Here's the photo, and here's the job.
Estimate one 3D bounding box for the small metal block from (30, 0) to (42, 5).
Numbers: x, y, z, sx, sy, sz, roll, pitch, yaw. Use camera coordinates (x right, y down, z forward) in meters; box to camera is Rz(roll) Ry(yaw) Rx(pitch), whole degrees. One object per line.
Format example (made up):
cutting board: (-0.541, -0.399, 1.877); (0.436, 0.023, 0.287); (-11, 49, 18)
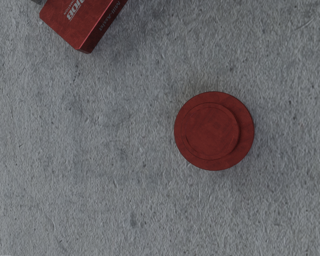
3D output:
small metal block: (-0.211, -0.217, 0.468); (0.050, 0.050, 0.025); (34, 101, 16)

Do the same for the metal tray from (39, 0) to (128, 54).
metal tray: (-0.102, -0.184, 0.441); (0.090, 0.030, 0.130); (42, 103, 14)

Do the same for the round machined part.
round machined part: (0.064, 0.004, 0.377); (0.098, 0.042, 0.097); (0, 90, 19)
